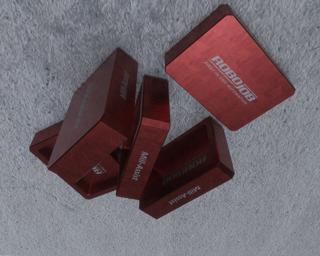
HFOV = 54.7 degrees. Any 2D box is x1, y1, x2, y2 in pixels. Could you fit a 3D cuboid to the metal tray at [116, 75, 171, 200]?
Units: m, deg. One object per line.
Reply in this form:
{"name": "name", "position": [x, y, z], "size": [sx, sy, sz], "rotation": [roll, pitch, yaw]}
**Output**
{"name": "metal tray", "position": [-0.022, 0.014, 0.377], "size": [0.030, 0.090, 0.129], "rotation": [13, 129, -11]}

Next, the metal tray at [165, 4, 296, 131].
{"name": "metal tray", "position": [0.080, -0.061, 0.354], "size": [0.090, 0.030, 0.130], "rotation": [-37, 122, 26]}

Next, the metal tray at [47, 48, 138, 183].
{"name": "metal tray", "position": [-0.066, -0.018, 0.324], "size": [0.030, 0.130, 0.090], "rotation": [36, 121, -27]}

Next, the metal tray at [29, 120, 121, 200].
{"name": "metal tray", "position": [-0.105, 0.044, 0.442], "size": [0.090, 0.030, 0.130], "rotation": [-23, 127, 18]}

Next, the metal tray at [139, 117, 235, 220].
{"name": "metal tray", "position": [0.030, 0.053, 0.412], "size": [0.130, 0.090, 0.030], "rotation": [-36, 122, 26]}
